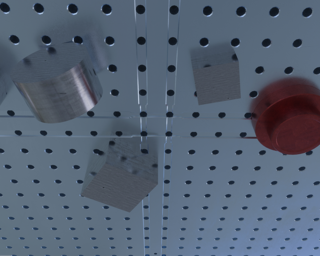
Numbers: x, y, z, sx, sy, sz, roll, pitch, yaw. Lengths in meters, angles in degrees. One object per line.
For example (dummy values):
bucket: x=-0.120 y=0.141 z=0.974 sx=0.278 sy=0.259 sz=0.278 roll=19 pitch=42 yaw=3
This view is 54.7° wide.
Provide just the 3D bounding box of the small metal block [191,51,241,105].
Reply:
small metal block: x=0.066 y=-0.058 z=0.363 sx=0.050 sy=0.025 sz=0.050 roll=-9 pitch=130 yaw=7

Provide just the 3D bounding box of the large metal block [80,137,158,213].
large metal block: x=-0.058 y=0.071 z=0.455 sx=0.080 sy=0.050 sz=0.080 roll=26 pitch=125 yaw=-21

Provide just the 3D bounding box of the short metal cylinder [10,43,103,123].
short metal cylinder: x=-0.108 y=-0.050 z=0.332 sx=0.080 sy=0.080 sz=0.050 roll=-9 pitch=130 yaw=7

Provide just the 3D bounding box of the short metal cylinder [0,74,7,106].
short metal cylinder: x=-0.230 y=-0.039 z=0.359 sx=0.081 sy=0.050 sz=0.079 roll=0 pitch=130 yaw=0

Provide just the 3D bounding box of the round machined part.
round machined part: x=0.173 y=-0.003 z=0.400 sx=0.099 sy=0.042 sz=0.097 roll=0 pitch=130 yaw=0
